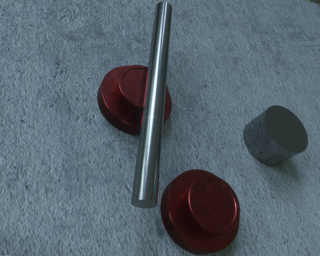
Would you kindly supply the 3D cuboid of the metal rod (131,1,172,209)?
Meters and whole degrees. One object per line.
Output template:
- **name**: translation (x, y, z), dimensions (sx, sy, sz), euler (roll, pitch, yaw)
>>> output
- **metal rod**: translation (-0.005, -0.052, 0.378), dimensions (0.025, 0.025, 0.300), euler (17, 55, -18)

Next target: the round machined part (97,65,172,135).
- **round machined part**: translation (-0.028, -0.043, 0.404), dimensions (0.099, 0.042, 0.098), euler (14, 56, -21)

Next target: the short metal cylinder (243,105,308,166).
- **short metal cylinder**: translation (0.177, 0.012, 0.475), dimensions (0.081, 0.050, 0.080), euler (14, 56, -21)

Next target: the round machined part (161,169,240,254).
- **round machined part**: translation (0.054, 0.094, 0.365), dimensions (0.099, 0.042, 0.098), euler (14, 56, -21)
